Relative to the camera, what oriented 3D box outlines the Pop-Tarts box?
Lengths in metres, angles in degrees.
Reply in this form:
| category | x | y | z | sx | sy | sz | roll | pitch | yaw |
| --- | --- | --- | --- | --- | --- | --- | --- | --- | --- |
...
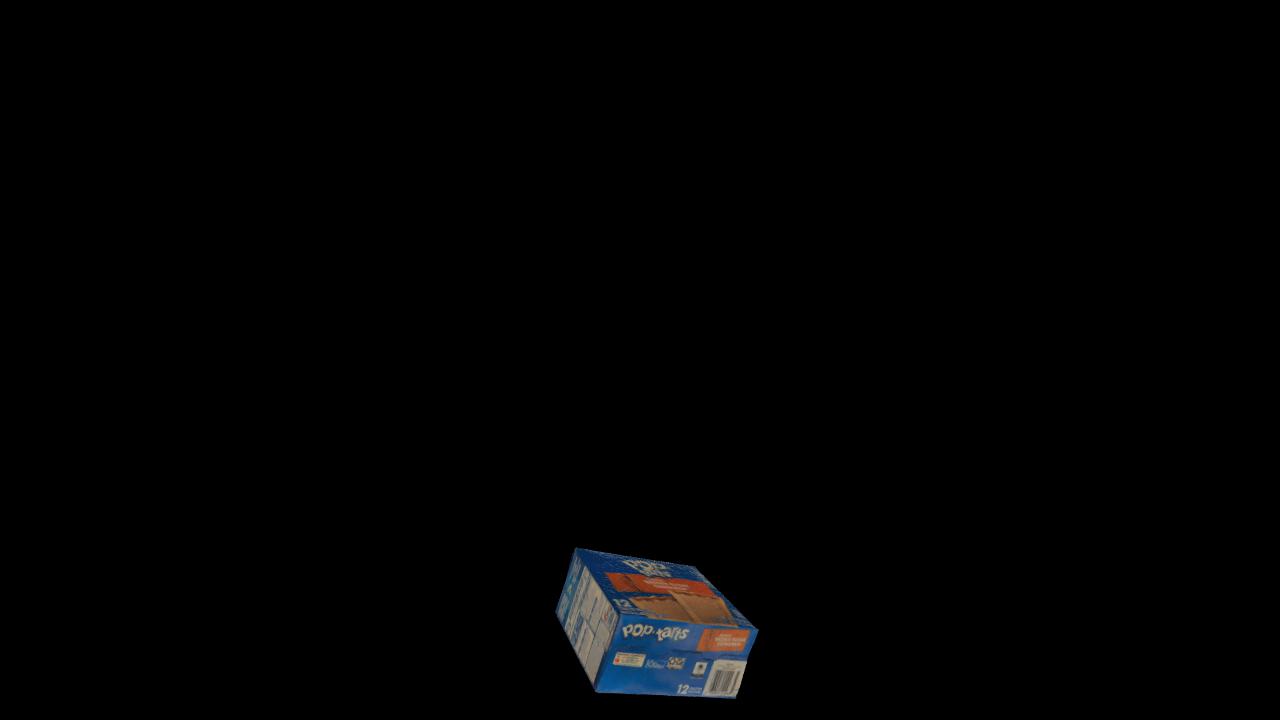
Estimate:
| category | x | y | z | sx | sy | sz | roll | pitch | yaw |
| --- | --- | --- | --- | --- | --- | --- | --- | --- | --- |
| Pop-Tarts box | 0.014 | 0.280 | 0.662 | 0.167 | 0.083 | 0.141 | 18 | 2 | -25 |
